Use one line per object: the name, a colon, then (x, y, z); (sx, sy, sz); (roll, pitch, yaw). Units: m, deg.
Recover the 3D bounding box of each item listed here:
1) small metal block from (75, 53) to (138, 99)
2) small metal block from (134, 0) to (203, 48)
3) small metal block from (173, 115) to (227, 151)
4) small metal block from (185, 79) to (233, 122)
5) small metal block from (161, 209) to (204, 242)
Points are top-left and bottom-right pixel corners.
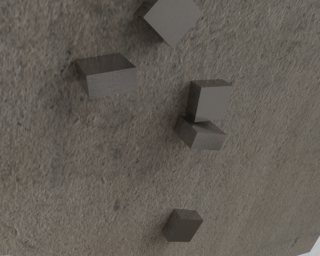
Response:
small metal block: (-0.057, -0.056, 0.326); (0.050, 0.050, 0.025); (-14, 125, -21)
small metal block: (0.010, -0.125, 0.336); (0.050, 0.025, 0.050); (-48, 129, 5)
small metal block: (0.054, 0.006, 0.426); (0.050, 0.050, 0.025); (5, 116, -31)
small metal block: (0.066, -0.038, 0.422); (0.050, 0.025, 0.050); (-7, 122, -26)
small metal block: (0.039, 0.169, 0.535); (0.050, 0.025, 0.050); (16, 110, -35)
